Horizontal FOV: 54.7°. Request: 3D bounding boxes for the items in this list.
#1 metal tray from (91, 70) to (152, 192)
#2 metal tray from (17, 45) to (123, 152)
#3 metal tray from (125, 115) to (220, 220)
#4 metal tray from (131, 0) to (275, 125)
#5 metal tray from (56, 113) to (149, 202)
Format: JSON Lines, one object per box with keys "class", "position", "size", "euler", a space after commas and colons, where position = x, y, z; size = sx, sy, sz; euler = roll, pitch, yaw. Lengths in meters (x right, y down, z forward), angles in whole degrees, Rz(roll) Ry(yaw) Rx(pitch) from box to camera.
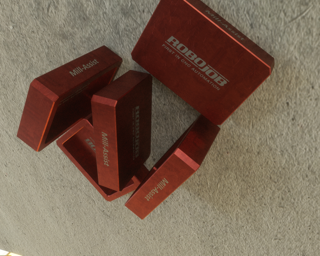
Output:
{"class": "metal tray", "position": [-0.044, 0.003, 0.389], "size": [0.030, 0.090, 0.129], "euler": [15, 125, 19]}
{"class": "metal tray", "position": [-0.103, -0.039, 0.369], "size": [0.030, 0.131, 0.089], "euler": [37, 129, 3]}
{"class": "metal tray", "position": [0.014, 0.049, 0.388], "size": [0.030, 0.090, 0.129], "euler": [40, 129, 1]}
{"class": "metal tray", "position": [0.043, -0.075, 0.335], "size": [0.130, 0.030, 0.089], "euler": [39, 129, 1]}
{"class": "metal tray", "position": [-0.089, 0.046, 0.478], "size": [0.090, 0.030, 0.130], "euler": [-32, 101, 38]}
